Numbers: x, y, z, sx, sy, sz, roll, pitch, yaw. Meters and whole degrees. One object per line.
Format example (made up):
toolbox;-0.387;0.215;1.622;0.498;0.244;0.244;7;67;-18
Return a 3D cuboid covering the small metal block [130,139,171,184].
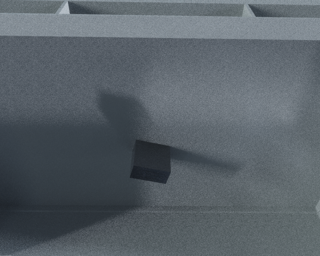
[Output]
small metal block;-0.013;0.046;0.432;0.050;0.050;0.025;12;129;-10
